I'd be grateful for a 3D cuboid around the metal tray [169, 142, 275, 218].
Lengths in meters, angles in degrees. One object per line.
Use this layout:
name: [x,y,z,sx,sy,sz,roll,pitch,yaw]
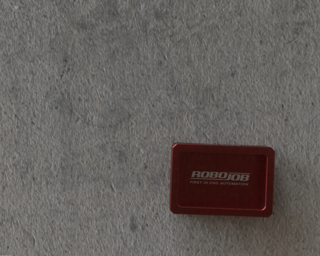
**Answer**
metal tray: [0.079,0.067,0.407,0.131,0.030,0.090,2,90,0]
